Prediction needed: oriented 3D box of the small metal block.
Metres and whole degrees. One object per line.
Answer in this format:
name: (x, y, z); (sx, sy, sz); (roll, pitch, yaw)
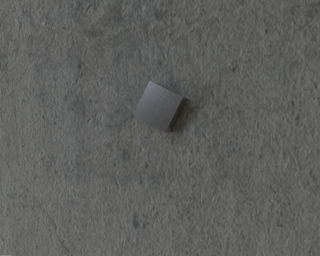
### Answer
small metal block: (0.001, -0.028, 0.409); (0.050, 0.025, 0.050); (29, 99, 17)
